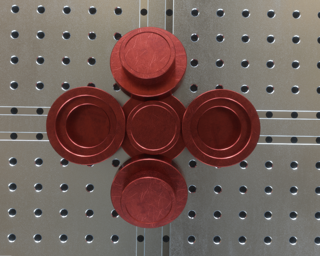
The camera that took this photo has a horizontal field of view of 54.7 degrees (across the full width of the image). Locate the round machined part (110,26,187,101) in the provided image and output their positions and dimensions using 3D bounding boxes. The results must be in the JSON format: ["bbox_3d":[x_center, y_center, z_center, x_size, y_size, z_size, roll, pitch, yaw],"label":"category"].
[{"bbox_3d":[-0.015,-0.086,0.393,0.099,0.042,0.098,0,76,1],"label":"round machined part"}]

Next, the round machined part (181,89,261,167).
[{"bbox_3d":[0.076,0.000,0.405,0.099,0.042,0.097,0,90,-1],"label":"round machined part"}]

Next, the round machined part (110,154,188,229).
[{"bbox_3d":[-0.014,0.085,0.393,0.099,0.042,0.097,0,105,0],"label":"round machined part"}]

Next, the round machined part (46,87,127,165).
[{"bbox_3d":[-0.092,-0.003,0.403,0.099,0.042,0.097,0,90,-1],"label":"round machined part"}]

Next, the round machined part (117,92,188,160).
[{"bbox_3d":[-0.008,-0.001,0.404,0.099,0.042,0.097,0,90,-1],"label":"round machined part"}]
